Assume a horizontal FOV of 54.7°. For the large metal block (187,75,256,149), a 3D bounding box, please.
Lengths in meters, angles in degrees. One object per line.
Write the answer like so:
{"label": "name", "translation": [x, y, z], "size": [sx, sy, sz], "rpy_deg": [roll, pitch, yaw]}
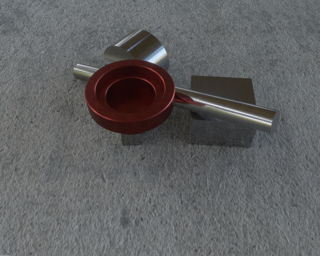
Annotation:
{"label": "large metal block", "translation": [0.079, -0.022, 0.408], "size": [0.080, 0.050, 0.080], "rpy_deg": [4, 50, 2]}

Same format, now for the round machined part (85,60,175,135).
{"label": "round machined part", "translation": [-0.033, -0.031, 0.355], "size": [0.099, 0.042, 0.098], "rpy_deg": [0, 51, 0]}

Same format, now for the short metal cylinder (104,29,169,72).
{"label": "short metal cylinder", "translation": [-0.034, -0.094, 0.448], "size": [0.080, 0.080, 0.050], "rpy_deg": [30, 56, 22]}

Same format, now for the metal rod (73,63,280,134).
{"label": "metal rod", "translation": [-0.003, -0.046, 0.395], "size": [0.300, 0.025, 0.025], "rpy_deg": [19, 51, 32]}

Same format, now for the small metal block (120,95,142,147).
{"label": "small metal block", "translation": [-0.037, -0.011, 0.398], "size": [0.025, 0.050, 0.050], "rpy_deg": [-2, 50, -2]}
